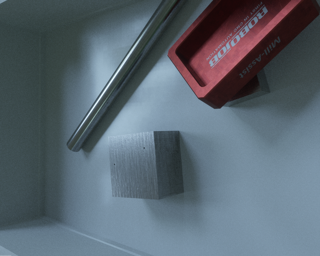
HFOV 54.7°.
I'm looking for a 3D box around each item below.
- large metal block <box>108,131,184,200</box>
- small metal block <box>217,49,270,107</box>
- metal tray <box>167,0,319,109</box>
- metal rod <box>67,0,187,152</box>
[{"bbox_3d":[-0.019,0.047,0.404,0.080,0.050,0.080,-7,85,39],"label":"large metal block"},{"bbox_3d":[0.085,-0.055,0.336,0.050,0.025,0.050,-19,78,38],"label":"small metal block"},{"bbox_3d":[0.075,-0.094,0.311,0.130,0.030,0.090,-45,47,20],"label":"metal tray"},{"bbox_3d":[-0.060,-0.069,0.454,0.298,0.025,0.025,-49,61,28],"label":"metal rod"}]
